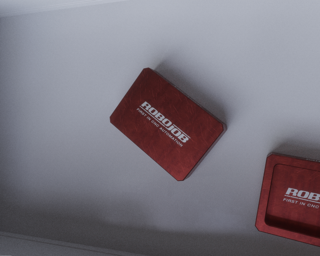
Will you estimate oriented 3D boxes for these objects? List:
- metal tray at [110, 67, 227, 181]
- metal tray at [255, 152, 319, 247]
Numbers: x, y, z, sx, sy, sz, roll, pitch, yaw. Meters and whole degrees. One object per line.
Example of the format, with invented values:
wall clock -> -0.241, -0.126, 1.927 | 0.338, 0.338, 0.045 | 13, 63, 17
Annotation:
metal tray -> 0.009, -0.006, 0.405 | 0.130, 0.030, 0.090 | 40, 102, 15
metal tray -> 0.180, 0.083, 0.344 | 0.130, 0.030, 0.089 | 10, 93, 19
